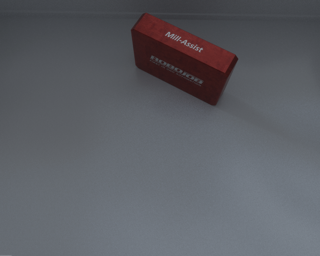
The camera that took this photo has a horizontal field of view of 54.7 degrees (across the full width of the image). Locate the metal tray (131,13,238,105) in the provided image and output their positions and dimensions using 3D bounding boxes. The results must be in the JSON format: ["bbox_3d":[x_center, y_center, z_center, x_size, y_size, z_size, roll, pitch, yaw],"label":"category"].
[{"bbox_3d":[0.028,-0.087,0.407,0.130,0.090,0.030,28,73,9],"label":"metal tray"}]
